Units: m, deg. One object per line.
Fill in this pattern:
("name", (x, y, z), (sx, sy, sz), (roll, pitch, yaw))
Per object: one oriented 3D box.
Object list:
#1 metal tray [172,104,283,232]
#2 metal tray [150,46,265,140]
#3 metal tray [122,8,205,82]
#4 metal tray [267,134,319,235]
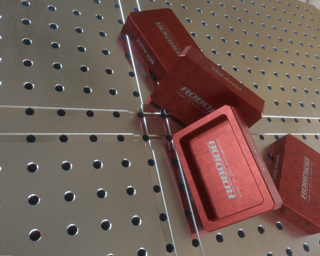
("metal tray", (0.076, 0.048, 0.377), (0.030, 0.090, 0.130), (13, 52, -53))
("metal tray", (0.063, -0.038, 0.423), (0.130, 0.089, 0.030), (36, 43, -5))
("metal tray", (0.012, -0.129, 0.492), (0.091, 0.030, 0.130), (-23, 74, -37))
("metal tray", (0.213, 0.082, 0.472), (0.090, 0.030, 0.130), (33, 51, -7))
